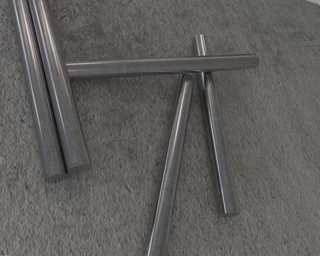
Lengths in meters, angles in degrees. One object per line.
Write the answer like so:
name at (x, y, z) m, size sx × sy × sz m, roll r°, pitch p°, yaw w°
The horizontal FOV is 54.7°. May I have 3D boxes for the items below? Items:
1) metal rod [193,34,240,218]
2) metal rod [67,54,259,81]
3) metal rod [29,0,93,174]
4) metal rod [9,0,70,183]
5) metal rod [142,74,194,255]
metal rod at (0.077, -0.022, 0.458) m, size 0.025 × 0.025 × 0.299 m, roll 10°, pitch 57°, yaw -23°
metal rod at (0.017, -0.090, 0.444) m, size 0.303 × 0.025 × 0.025 m, roll -8°, pitch 66°, yaw -24°
metal rod at (-0.128, -0.089, 0.366) m, size 0.025 × 0.025 × 0.299 m, roll -6°, pitch 65°, yaw -31°
metal rod at (-0.152, -0.080, 0.370) m, size 0.025 × 0.025 × 0.299 m, roll -7°, pitch 65°, yaw -31°
metal rod at (0.013, 0.047, 0.381) m, size 0.025 × 0.025 × 0.300 m, roll 23°, pitch 53°, yaw -14°
